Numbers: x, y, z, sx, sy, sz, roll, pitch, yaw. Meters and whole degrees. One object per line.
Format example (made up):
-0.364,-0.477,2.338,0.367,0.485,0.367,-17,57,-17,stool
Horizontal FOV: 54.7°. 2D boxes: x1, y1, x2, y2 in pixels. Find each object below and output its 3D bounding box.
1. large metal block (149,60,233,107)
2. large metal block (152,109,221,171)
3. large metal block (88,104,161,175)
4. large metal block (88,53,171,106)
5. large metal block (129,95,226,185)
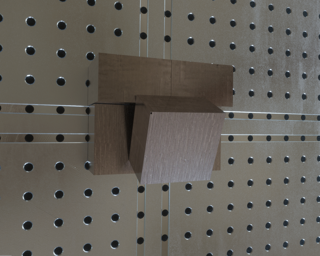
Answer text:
0.037,-0.051,0.397,0.081,0.080,0.050,1,90,-20,large metal block
0.032,0.014,0.410,0.081,0.050,0.079,1,90,-21,large metal block
-0.044,0.013,0.382,0.081,0.050,0.079,1,90,-21,large metal block
-0.039,-0.052,0.368,0.081,0.080,0.050,1,90,-20,large metal block
0.015,0.011,0.335,0.081,0.050,0.079,0,114,-21,large metal block
